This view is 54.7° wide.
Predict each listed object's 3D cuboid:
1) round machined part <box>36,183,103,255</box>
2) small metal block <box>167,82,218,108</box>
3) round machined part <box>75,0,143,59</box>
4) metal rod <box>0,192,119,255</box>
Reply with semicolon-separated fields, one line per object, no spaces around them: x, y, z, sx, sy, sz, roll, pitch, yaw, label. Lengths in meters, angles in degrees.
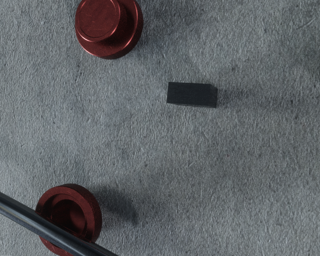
-0.125;0.128;0.444;0.098;0.042;0.097;0;90;20;round machined part
0.041;-0.040;0.381;0.050;0.050;0.025;6;92;20;small metal block
-0.076;-0.147;0.427;0.098;0.042;0.097;0;90;20;round machined part
-0.133;0.143;0.411;0.301;0.025;0.025;20;97;18;metal rod
